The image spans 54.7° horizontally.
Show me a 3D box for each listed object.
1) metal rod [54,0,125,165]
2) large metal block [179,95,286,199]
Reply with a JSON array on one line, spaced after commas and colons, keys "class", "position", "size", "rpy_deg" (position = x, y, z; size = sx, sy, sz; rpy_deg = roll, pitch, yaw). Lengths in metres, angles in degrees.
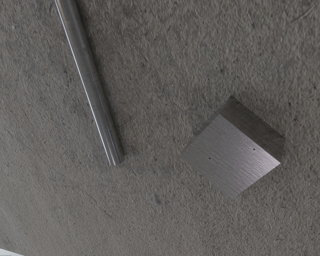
[{"class": "metal rod", "position": [-0.097, -0.081, 0.407], "size": [0.025, 0.025, 0.298], "rpy_deg": [1, 119, 28]}, {"class": "large metal block", "position": [0.083, 0.023, 0.361], "size": [0.080, 0.050, 0.080], "rpy_deg": [39, 129, 1]}]
